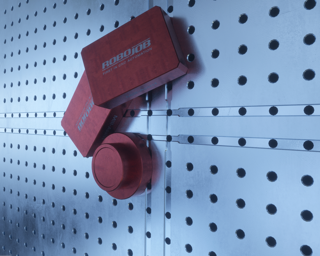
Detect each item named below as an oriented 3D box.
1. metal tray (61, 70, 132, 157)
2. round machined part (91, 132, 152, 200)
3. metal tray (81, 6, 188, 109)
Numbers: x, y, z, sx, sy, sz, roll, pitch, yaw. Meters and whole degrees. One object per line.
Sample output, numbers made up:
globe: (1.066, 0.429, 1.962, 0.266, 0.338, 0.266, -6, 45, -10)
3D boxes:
metal tray: (-0.103, -0.029, 0.492, 0.090, 0.030, 0.129, 47, 118, 30)
round machined part: (-0.062, 0.055, 0.450, 0.098, 0.042, 0.097, 0, 90, 40)
metal tray: (-0.038, -0.091, 0.415, 0.130, 0.030, 0.090, -23, 75, 21)
